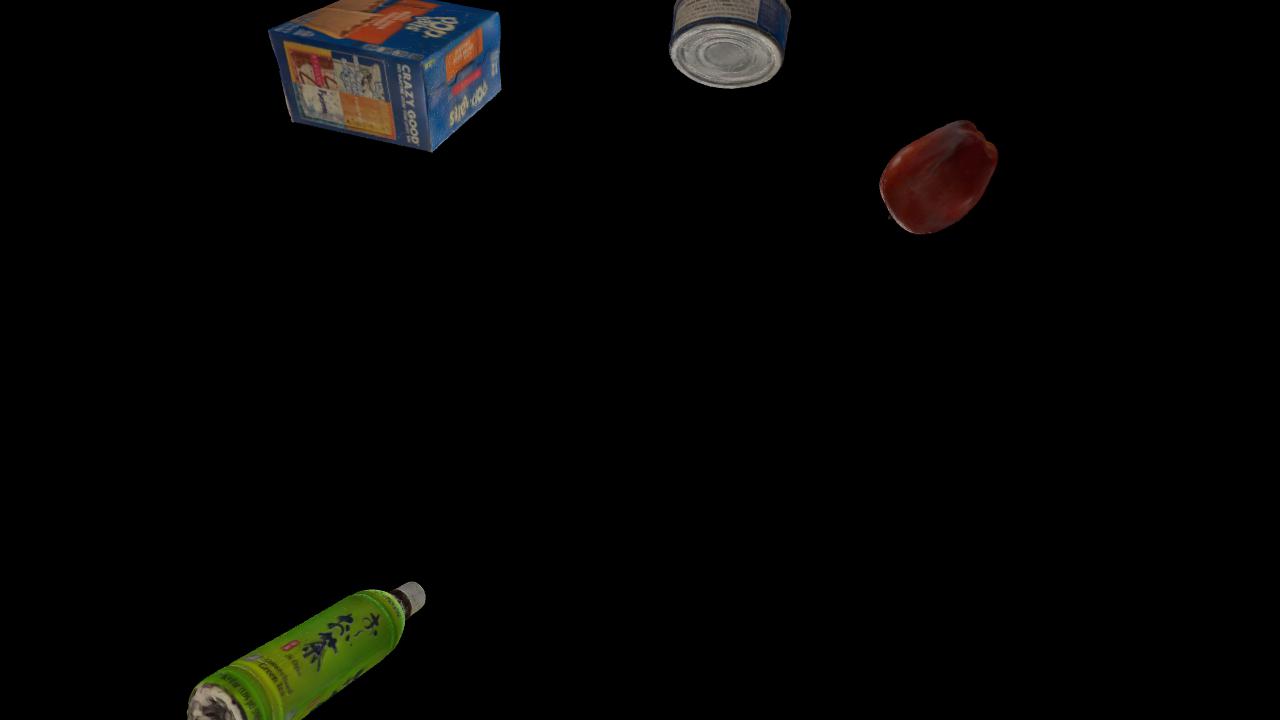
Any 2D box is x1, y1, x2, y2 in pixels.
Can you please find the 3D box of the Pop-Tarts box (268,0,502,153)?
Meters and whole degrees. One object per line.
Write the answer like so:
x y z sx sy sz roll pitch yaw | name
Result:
-0.231 -0.285 0.592 0.141 0.083 0.167 14 44 5 | Pop-Tarts box

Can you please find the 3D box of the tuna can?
0.064 -0.231 0.441 0.084 0.034 0.084 8 -4 1 | tuna can

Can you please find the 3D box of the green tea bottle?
-0.274 0.256 0.546 0.073 0.073 0.212 0 8 20 | green tea bottle

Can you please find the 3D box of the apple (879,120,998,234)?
0.247 -0.149 0.513 0.079 0.079 0.093 0 -32 -43 | apple
